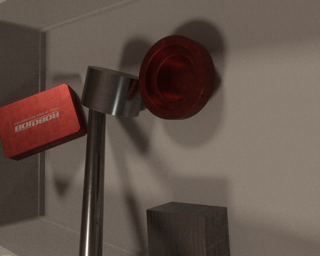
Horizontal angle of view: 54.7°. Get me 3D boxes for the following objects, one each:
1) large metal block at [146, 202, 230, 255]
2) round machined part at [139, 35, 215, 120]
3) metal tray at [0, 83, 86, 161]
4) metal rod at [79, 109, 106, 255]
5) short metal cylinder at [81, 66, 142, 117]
[{"bbox_3d":[0.033,0.134,0.362,0.080,0.050,0.080,-5,87,39],"label":"large metal block"},{"bbox_3d":[0.024,-0.058,0.374,0.098,0.042,0.097,0,90,39],"label":"round machined part"},{"bbox_3d":[-0.199,-0.010,0.518,0.131,0.030,0.090,-21,74,0],"label":"metal tray"},{"bbox_3d":[-0.084,0.061,0.396,0.025,0.025,0.300,-36,44,34],"label":"metal rod"},{"bbox_3d":[-0.062,-0.050,0.420,0.080,0.081,0.050,23,105,37],"label":"short metal cylinder"}]
